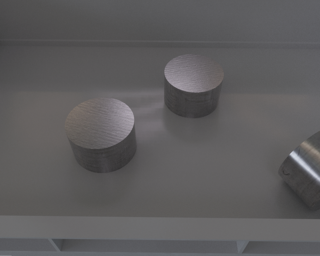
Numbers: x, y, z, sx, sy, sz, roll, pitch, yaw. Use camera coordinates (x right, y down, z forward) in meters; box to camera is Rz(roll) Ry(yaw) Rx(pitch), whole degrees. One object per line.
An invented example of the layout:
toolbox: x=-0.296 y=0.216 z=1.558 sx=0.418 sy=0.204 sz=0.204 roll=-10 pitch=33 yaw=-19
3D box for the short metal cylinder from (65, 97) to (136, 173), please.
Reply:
short metal cylinder: x=-0.070 y=0.008 z=0.381 sx=0.080 sy=0.050 sz=0.080 roll=0 pitch=50 yaw=0

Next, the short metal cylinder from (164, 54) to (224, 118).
short metal cylinder: x=0.046 y=-0.060 z=0.439 sx=0.080 sy=0.050 sz=0.080 roll=0 pitch=50 yaw=0

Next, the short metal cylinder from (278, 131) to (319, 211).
short metal cylinder: x=0.177 y=0.044 z=0.333 sx=0.081 sy=0.080 sz=0.050 roll=-23 pitch=54 yaw=-18
